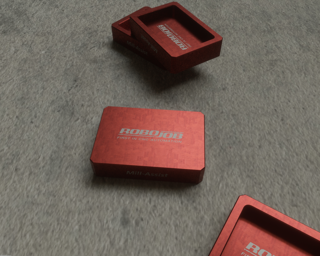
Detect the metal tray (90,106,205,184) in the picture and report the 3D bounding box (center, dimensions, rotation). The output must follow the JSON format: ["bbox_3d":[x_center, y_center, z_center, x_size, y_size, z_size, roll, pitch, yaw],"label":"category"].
[{"bbox_3d":[-0.011,0.018,0.384,0.131,0.030,0.090,4,50,2],"label":"metal tray"}]

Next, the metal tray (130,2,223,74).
[{"bbox_3d":[0.022,-0.145,0.482,0.091,0.030,0.130,-25,55,-20],"label":"metal tray"}]

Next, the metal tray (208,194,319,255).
[{"bbox_3d":[0.116,0.132,0.290,0.130,0.030,0.090,26,54,19],"label":"metal tray"}]

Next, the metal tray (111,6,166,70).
[{"bbox_3d":[-0.007,-0.158,0.532,0.130,0.030,0.090,35,58,25],"label":"metal tray"}]
